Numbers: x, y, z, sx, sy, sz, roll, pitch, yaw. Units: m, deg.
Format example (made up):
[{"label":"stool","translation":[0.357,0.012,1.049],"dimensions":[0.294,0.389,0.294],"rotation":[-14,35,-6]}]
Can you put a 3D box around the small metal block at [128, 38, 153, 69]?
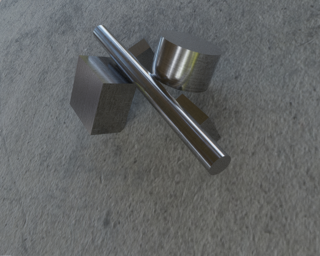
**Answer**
[{"label":"small metal block","translation":[-0.029,-0.096,0.462],"dimensions":[0.050,0.050,0.025],"rotation":[-34,52,6]}]

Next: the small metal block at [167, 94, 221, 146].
[{"label":"small metal block","translation":[0.041,-0.006,0.367],"dimensions":[0.025,0.050,0.050],"rotation":[-42,51,0]}]

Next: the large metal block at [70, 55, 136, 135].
[{"label":"large metal block","translation":[-0.083,-0.047,0.437],"dimensions":[0.080,0.050,0.079],"rotation":[47,129,38]}]

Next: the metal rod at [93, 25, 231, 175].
[{"label":"metal rod","translation":[-0.017,-0.056,0.383],"dimensions":[0.025,0.025,0.300],"rotation":[-40,51,1]}]

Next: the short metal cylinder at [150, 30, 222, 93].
[{"label":"short metal cylinder","translation":[0.032,-0.086,0.397],"dimensions":[0.080,0.081,0.050],"rotation":[45,129,39]}]
